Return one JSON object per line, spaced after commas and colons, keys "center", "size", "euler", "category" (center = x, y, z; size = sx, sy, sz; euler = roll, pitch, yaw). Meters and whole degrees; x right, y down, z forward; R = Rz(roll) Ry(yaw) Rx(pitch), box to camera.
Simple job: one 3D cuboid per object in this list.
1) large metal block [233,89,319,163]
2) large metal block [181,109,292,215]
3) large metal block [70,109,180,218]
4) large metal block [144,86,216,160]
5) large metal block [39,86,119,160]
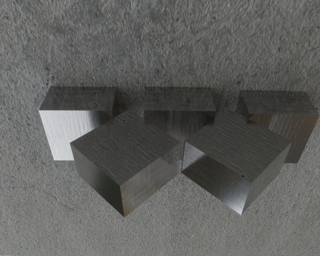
{"center": [0.139, -0.001, 0.394], "size": [0.081, 0.050, 0.079], "euler": [1, 130, -2], "category": "large metal block"}
{"center": [0.081, 0.033, 0.339], "size": [0.080, 0.081, 0.050], "euler": [33, 138, 32], "category": "large metal block"}
{"center": [-0.036, 0.034, 0.335], "size": [0.081, 0.080, 0.050], "euler": [-34, 141, -33], "category": "large metal block"}
{"center": [0.022, -0.005, 0.389], "size": [0.081, 0.050, 0.079], "euler": [1, 130, -1], "category": "large metal block"}
{"center": [-0.094, -0.005, 0.387], "size": [0.081, 0.050, 0.079], "euler": [0, 130, -1], "category": "large metal block"}
